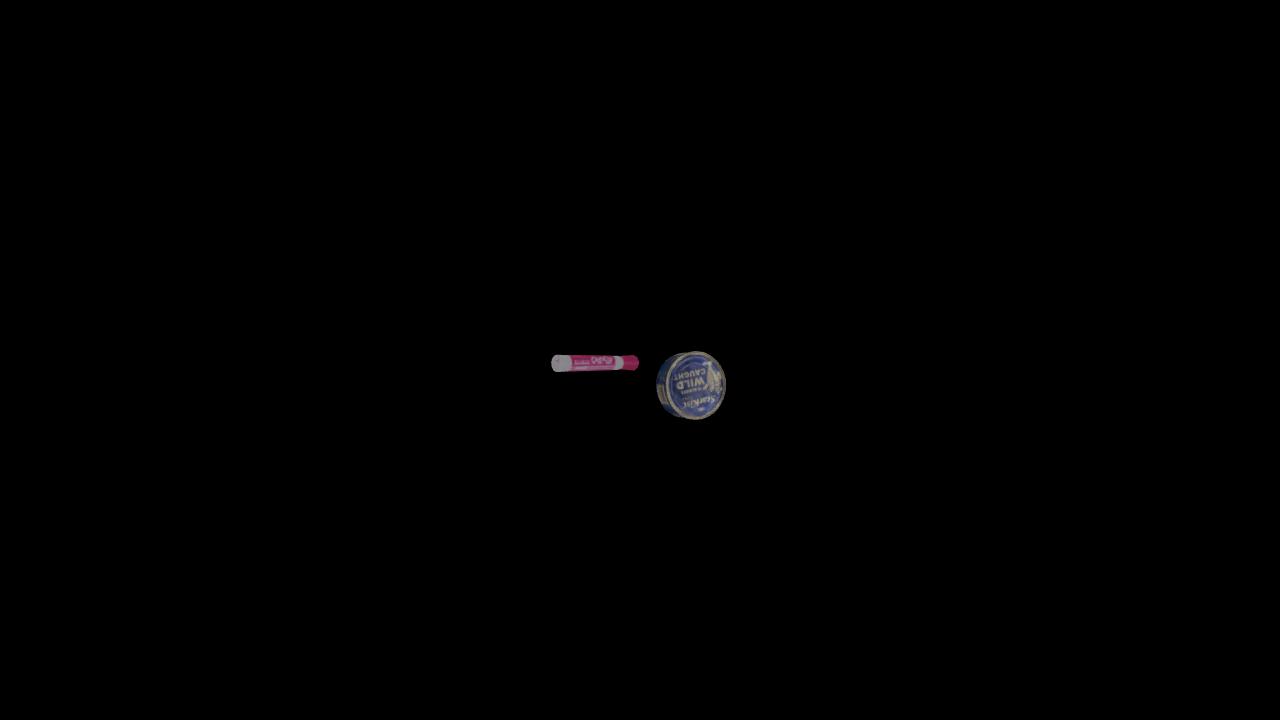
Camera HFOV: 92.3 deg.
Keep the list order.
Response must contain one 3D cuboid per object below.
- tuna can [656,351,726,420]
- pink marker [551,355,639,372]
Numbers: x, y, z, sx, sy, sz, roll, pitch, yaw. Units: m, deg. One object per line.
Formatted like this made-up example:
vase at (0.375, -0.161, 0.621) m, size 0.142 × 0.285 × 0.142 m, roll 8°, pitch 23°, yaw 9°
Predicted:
tuna can at (0.063, 0.032, 0.764) m, size 0.084 × 0.084 × 0.034 m, roll 0°, pitch -2°, yaw -24°
pink marker at (-0.048, 0.003, 0.710) m, size 0.121 × 0.020 × 0.020 m, roll 0°, pitch 0°, yaw -43°
